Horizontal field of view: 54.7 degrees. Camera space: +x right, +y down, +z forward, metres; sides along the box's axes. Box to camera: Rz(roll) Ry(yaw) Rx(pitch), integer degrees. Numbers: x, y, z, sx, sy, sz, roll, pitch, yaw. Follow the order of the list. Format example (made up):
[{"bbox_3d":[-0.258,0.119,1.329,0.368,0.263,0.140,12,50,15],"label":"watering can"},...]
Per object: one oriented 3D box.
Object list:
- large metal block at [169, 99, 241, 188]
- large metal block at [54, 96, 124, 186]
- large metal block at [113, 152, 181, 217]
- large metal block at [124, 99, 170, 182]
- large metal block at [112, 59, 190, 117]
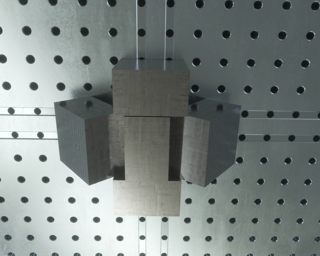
[{"bbox_3d":[0.056,0.014,0.381,0.050,0.081,0.079,15,114,34],"label":"large metal block"},{"bbox_3d":[-0.086,0.012,0.380,0.050,0.080,0.079,-16,116,-37],"label":"large metal block"},{"bbox_3d":[-0.016,0.071,0.409,0.081,0.080,0.050,1,110,-1],"label":"large metal block"},{"bbox_3d":[-0.015,0.011,0.387,0.050,0.080,0.079,1,110,-1],"label":"large metal block"},{"bbox_3d":[-0.010,-0.050,0.364,0.081,0.080,0.050,1,110,-1],"label":"large metal block"}]
